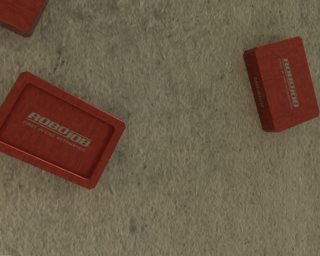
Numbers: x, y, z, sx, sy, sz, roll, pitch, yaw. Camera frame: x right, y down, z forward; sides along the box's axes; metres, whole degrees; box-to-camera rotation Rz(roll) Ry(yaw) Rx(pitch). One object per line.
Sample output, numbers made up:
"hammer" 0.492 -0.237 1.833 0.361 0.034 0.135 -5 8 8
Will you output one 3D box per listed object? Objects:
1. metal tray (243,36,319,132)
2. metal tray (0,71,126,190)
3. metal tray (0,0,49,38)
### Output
"metal tray" 0.189 -0.067 0.478 0.091 0.030 0.129 -19 97 -19
"metal tray" -0.118 0.005 0.362 0.131 0.030 0.090 29 80 -18
"metal tray" -0.164 -0.181 0.346 0.090 0.030 0.130 25 82 -19
